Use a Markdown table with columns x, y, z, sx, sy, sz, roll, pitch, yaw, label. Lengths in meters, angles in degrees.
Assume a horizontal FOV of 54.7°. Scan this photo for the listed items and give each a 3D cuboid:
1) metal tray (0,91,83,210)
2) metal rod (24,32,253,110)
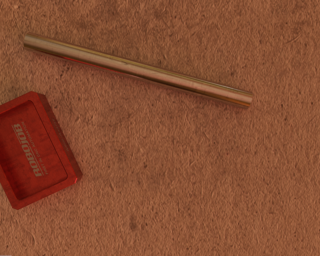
| x | y | z | sx | sy | sz | roll | pitch | yaw | label |
| --- | --- | --- | --- | --- | --- | --- | --- | --- | --- |
| -0.171 | 0.028 | 0.405 | 0.090 | 0.030 | 0.129 | -25 | 90 | 0 | metal tray |
| -0.028 | -0.075 | 0.409 | 0.302 | 0.025 | 0.025 | 15 | 90 | 0 | metal rod |
